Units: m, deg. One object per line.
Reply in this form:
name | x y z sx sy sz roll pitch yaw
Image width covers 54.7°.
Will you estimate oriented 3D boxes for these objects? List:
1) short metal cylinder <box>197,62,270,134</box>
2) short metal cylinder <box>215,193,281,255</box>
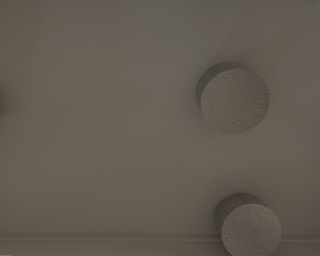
short metal cylinder | 0.088 -0.038 0.384 0.081 0.050 0.079 0 110 0
short metal cylinder | 0.122 0.139 0.439 0.081 0.050 0.079 0 94 -1
